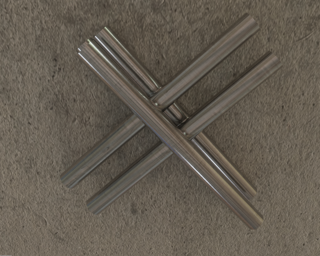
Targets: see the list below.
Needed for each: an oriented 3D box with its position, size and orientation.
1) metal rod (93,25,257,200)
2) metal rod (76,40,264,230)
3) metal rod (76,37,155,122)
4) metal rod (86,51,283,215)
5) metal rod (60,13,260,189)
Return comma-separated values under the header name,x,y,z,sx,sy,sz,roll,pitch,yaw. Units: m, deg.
name,x,y,z,sx,sy,sz,roll,pitch,yaw
metal rod,0.029,-0.010,0.408,0.025,0.025,0.300,-40,106,13
metal rod,0.023,0.019,0.365,0.025,0.025,0.300,-41,106,13
metal rod,0.008,0.004,0.412,0.025,0.025,0.300,-40,106,13
metal rod,0.021,0.014,0.390,0.300,0.025,0.025,-40,106,13
metal rod,-0.010,-0.024,0.375,0.300,0.025,0.025,-40,106,13
